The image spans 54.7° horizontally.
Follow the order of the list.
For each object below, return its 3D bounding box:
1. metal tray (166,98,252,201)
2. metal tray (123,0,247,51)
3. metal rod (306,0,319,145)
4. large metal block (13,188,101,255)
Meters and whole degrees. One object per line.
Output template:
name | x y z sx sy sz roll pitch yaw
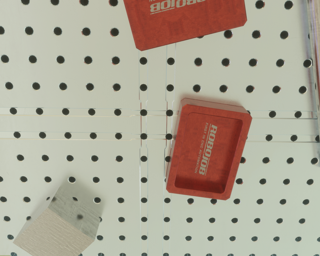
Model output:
metal tray | 0.063 0.031 0.422 0.091 0.030 0.129 9 110 -4
metal tray | 0.026 -0.149 0.356 0.131 0.030 0.089 -13 110 4
metal rod | 0.205 -0.073 0.388 0.025 0.025 0.298 -14 110 5
large metal block | -0.148 0.150 0.454 0.080 0.050 0.080 42 105 -14
